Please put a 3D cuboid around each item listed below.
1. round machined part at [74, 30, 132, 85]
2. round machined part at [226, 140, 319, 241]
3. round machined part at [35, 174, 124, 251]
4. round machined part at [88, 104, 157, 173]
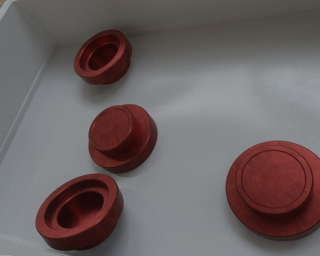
[{"bbox_3d":[-0.088,-0.111,0.509,0.098,0.042,0.098,-13,56,21],"label":"round machined part"},{"bbox_3d":[0.112,0.055,0.302,0.098,0.042,0.098,-13,56,21],"label":"round machined part"},{"bbox_3d":[-0.089,0.102,0.363,0.098,0.042,0.098,-14,31,9],"label":"round machined part"},{"bbox_3d":[-0.057,0.008,0.420,0.098,0.042,0.098,-13,56,21],"label":"round machined part"}]
